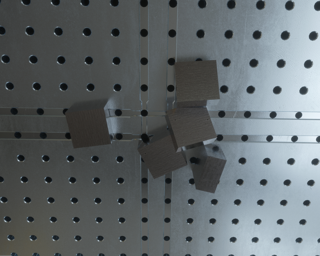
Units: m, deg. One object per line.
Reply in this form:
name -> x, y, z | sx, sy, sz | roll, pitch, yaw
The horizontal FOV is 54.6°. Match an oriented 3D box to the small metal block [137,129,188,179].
small metal block -> 0.004, 0.035, 0.426 | 0.050, 0.025, 0.050 | -25, 108, 8

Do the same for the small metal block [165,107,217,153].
small metal block -> 0.038, -0.001, 0.395 | 0.050, 0.025, 0.050 | -14, 73, -8

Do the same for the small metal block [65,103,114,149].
small metal block -> -0.092, -0.003, 0.411 | 0.050, 0.025, 0.050 | -7, 110, 2

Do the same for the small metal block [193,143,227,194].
small metal block -> 0.065, 0.052, 0.419 | 0.025, 0.050, 0.050 | 14, 110, -5

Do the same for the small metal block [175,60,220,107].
small metal block -> 0.045, -0.054, 0.382 | 0.050, 0.025, 0.050 | -3, 78, 1
